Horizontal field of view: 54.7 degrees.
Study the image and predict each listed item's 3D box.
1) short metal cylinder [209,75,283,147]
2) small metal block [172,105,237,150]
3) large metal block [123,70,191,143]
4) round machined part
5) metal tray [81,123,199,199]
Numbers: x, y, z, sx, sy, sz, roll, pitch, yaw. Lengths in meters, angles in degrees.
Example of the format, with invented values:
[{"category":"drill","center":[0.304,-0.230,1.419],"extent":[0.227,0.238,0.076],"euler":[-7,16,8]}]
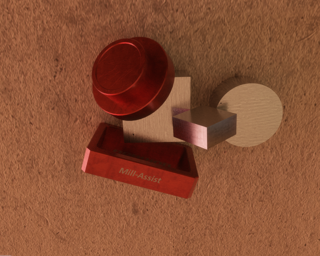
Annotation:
[{"category":"short metal cylinder","center":[0.105,-0.023,0.391],"extent":[0.081,0.050,0.079],"euler":[0,110,0]},{"category":"small metal block","center":[0.050,-0.003,0.348],"extent":[0.050,0.050,0.025],"euler":[-22,118,-37]},{"category":"large metal block","center":[-0.005,-0.029,0.388],"extent":[0.080,0.050,0.079],"euler":[-1,110,0]},{"category":"round machined part","center":[-0.037,-0.061,0.349],"extent":[0.098,0.098,0.042],"euler":[-35,151,11]},{"category":"metal tray","center":[-0.022,0.037,0.389],"extent":[0.131,0.090,0.030],"euler":[16,110,-6]}]
